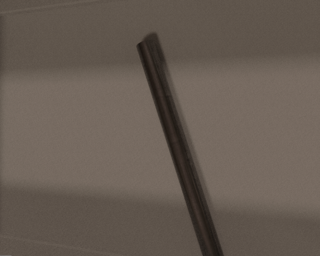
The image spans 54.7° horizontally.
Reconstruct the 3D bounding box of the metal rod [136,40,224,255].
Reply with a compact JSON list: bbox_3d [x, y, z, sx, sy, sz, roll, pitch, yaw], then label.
[{"bbox_3d":[0.025,0.029,0.400,0.025,0.025,0.299,-20,84,18],"label":"metal rod"}]
